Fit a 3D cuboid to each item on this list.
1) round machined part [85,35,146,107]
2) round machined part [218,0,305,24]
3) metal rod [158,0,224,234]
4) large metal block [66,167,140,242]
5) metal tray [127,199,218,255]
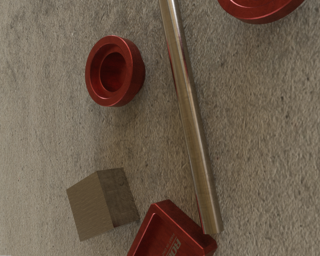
[{"bbox_3d":[-0.059,-0.078,0.441,0.098,0.042,0.097,0,90,39],"label":"round machined part"},{"bbox_3d":[0.106,-0.152,0.305,0.098,0.042,0.097,0,90,39],"label":"round machined part"},{"bbox_3d":[0.035,-0.028,0.374,0.025,0.025,0.298,-17,79,38],"label":"metal rod"},{"bbox_3d":[-0.085,0.112,0.457,0.080,0.050,0.080,-33,70,35],"label":"large metal block"},{"bbox_3d":[0.005,0.170,0.395,0.090,0.030,0.129,36,112,33],"label":"metal tray"}]
